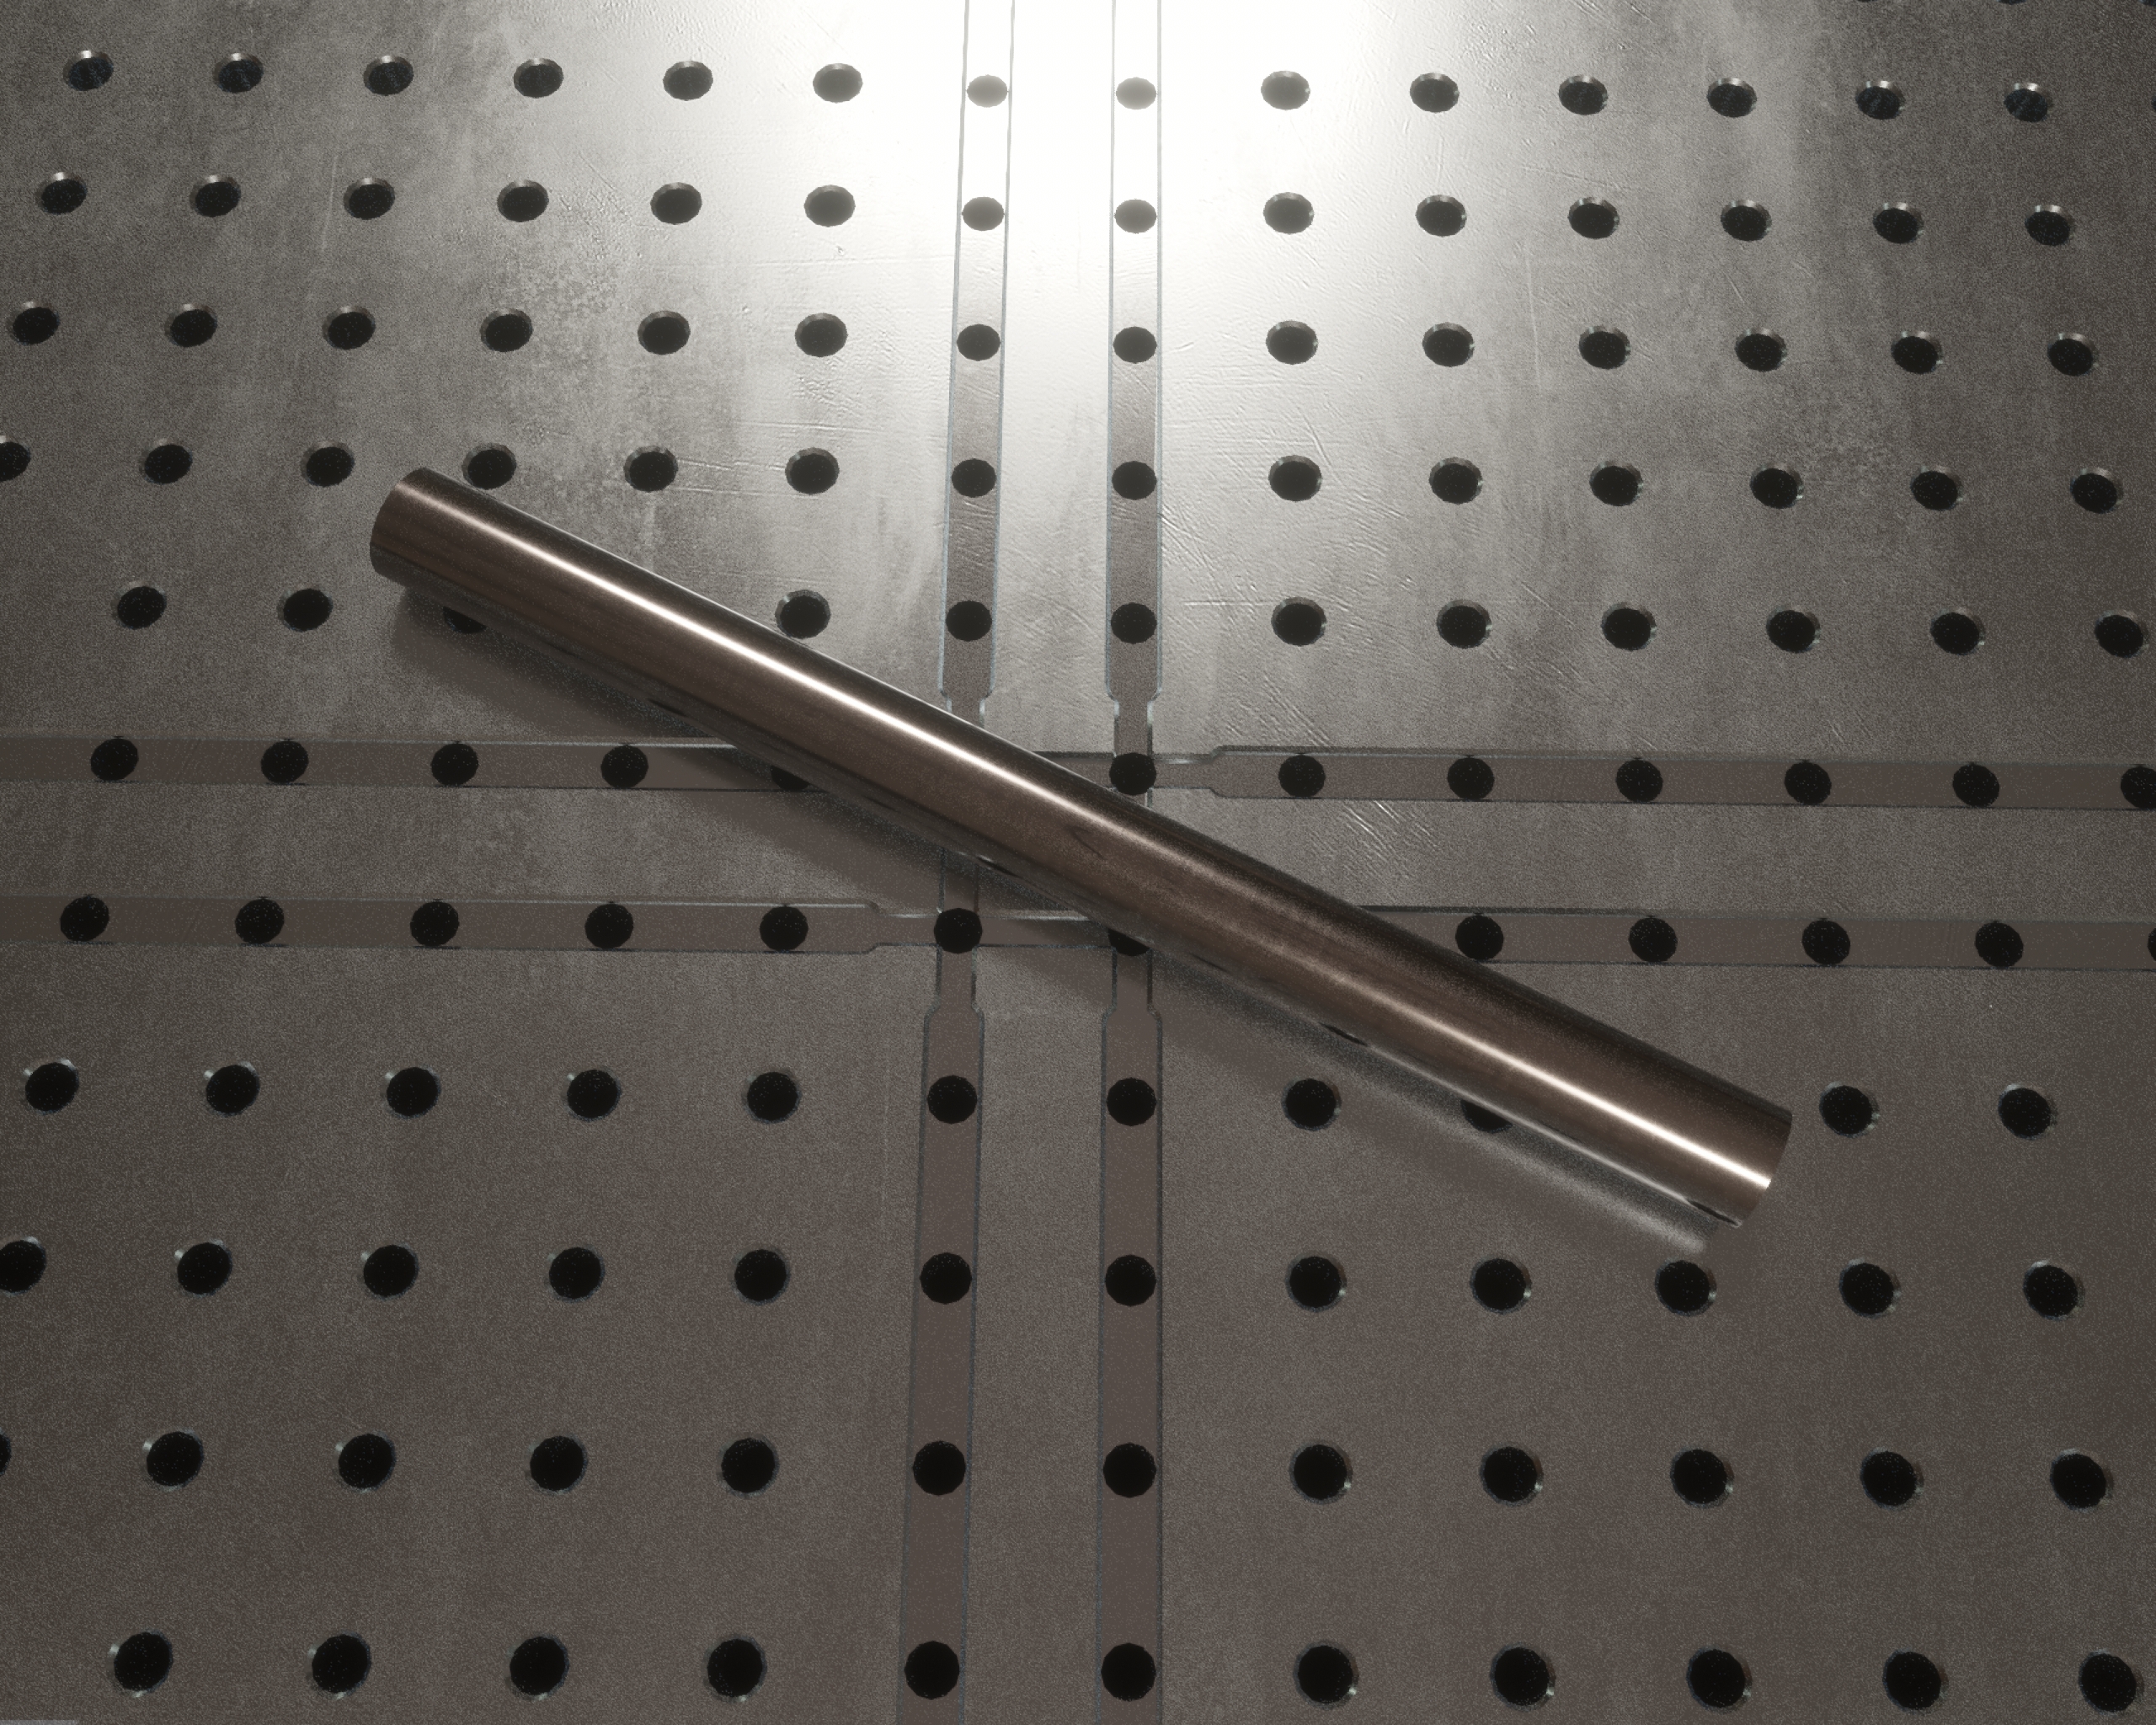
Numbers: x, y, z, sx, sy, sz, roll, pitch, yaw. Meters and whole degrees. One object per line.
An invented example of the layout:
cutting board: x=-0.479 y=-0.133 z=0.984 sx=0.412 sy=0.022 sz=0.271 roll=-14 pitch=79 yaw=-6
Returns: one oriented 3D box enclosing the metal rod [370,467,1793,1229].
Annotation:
metal rod: x=-0.006 y=-0.007 z=0.414 sx=0.301 sy=0.025 sz=0.025 roll=26 pitch=72 yaw=8
